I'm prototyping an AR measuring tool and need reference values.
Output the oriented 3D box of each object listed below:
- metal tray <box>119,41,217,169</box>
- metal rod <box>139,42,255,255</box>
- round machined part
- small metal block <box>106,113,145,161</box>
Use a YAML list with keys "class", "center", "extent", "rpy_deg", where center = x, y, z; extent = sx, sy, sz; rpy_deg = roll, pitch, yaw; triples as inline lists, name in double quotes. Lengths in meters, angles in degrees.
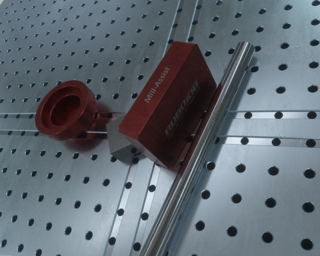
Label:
- class: "metal tray"
  center: [0.016, -0.026, 0.373]
  extent: [0.030, 0.090, 0.130]
  rpy_deg: [21, 73, 35]
- class: "metal rod"
  center: [0.050, 0.021, 0.368]
  extent: [0.025, 0.025, 0.300]
  rpy_deg: [15, 69, 34]
- class: "round machined part"
  center: [-0.141, -0.023, 0.483]
  extent: [0.098, 0.042, 0.098]
  rpy_deg: [-13, 56, 20]
- class: "small metal block"
  center: [-0.043, 0.010, 0.423]
  extent: [0.050, 0.025, 0.050]
  rpy_deg: [-24, 53, 13]
